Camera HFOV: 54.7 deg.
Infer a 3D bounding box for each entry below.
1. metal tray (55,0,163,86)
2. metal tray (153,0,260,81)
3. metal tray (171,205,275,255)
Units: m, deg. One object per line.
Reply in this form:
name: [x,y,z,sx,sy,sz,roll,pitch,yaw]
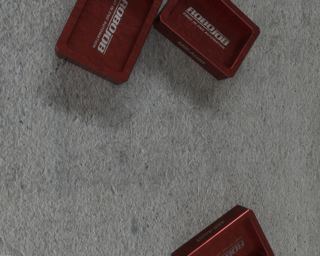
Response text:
metal tray: [-0.060,-0.130,0.383,0.090,0.030,0.130,25,82,-19]
metal tray: [0.067,-0.140,0.430,0.130,0.030,0.090,35,79,-17]
metal tray: [0.091,0.183,0.440,0.131,0.030,0.090,-30,100,-18]
